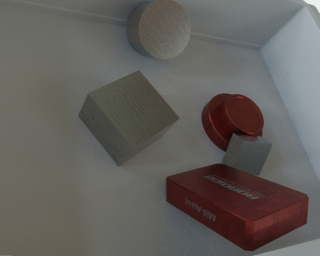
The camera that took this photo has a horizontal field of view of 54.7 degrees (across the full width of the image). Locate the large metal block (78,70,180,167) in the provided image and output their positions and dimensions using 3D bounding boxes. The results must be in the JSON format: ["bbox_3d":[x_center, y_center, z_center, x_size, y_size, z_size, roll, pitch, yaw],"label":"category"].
[{"bbox_3d":[-0.038,-0.013,0.379,0.081,0.050,0.080,-34,81,-38],"label":"large metal block"}]

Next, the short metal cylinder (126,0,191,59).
[{"bbox_3d":[-0.003,-0.143,0.450,0.081,0.050,0.079,-9,110,-24],"label":"short metal cylinder"}]

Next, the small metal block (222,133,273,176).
[{"bbox_3d":[0.121,0.037,0.431,0.050,0.050,0.025,8,20,-25],"label":"small metal block"}]

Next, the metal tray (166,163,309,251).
[{"bbox_3d":[0.078,0.077,0.341,0.091,0.130,0.030,-9,104,-33],"label":"metal tray"}]

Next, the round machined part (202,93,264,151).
[{"bbox_3d":[0.116,-0.012,0.467,0.099,0.042,0.098,14,56,-21],"label":"round machined part"}]
